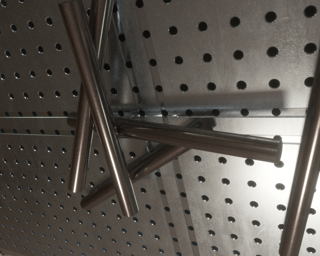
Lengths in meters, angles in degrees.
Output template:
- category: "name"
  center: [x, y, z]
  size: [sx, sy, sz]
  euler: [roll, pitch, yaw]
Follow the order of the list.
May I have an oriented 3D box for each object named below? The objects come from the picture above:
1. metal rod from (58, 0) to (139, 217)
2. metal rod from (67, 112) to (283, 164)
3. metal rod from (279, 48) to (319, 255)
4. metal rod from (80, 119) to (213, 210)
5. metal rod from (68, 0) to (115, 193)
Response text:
- category: "metal rod"
  center: [-0.069, -0.004, 0.394]
  size: [0.025, 0.025, 0.298]
  euler: [4, 122, 26]
- category: "metal rod"
  center: [-0.005, 0.006, 0.392]
  size: [0.300, 0.025, 0.025]
  euler: [8, 122, 32]
- category: "metal rod"
  center: [0.167, 0.043, 0.349]
  size: [0.025, 0.025, 0.298]
  euler: [10, 123, 22]
- category: "metal rod"
  center: [-0.038, 0.069, 0.472]
  size: [0.025, 0.025, 0.299]
  euler: [49, 128, -7]
- category: "metal rod"
  center: [-0.092, -0.039, 0.403]
  size: [0.025, 0.025, 0.298]
  euler: [22, 117, 14]
